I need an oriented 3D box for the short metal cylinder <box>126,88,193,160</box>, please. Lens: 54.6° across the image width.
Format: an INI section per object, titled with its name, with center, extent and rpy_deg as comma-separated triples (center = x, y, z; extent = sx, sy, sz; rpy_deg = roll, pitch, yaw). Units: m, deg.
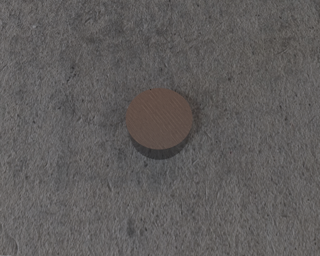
[short metal cylinder]
center = -0.001, -0.004, 0.396
extent = 0.080, 0.050, 0.080
rpy_deg = 0, 70, 0
